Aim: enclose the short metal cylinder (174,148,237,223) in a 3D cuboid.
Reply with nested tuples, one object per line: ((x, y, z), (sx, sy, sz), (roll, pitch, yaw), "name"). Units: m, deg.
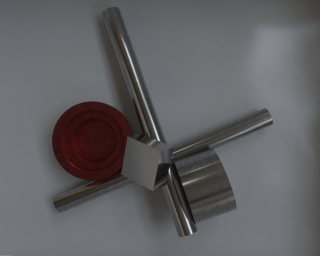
((0.054, 0.071, 0.383), (0.050, 0.080, 0.080), (-20, 90, 0), "short metal cylinder")

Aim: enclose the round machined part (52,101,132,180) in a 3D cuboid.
((-0.084, 0.016, 0.401), (0.099, 0.042, 0.097), (0, 90, -1), "round machined part")

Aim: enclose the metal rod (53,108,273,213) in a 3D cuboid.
((0.005, 0.043, 0.410), (0.301, 0.025, 0.025), (-23, 90, -1), "metal rod")

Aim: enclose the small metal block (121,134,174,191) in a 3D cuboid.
((-0.016, 0.039, 0.369), (0.050, 0.025, 0.050), (21, 109, 32), "small metal block")

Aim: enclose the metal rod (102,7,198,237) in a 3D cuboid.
((-0.015, -0.013, 0.392), (0.025, 0.025, 0.299), (-19, 83, 0), "metal rod")
